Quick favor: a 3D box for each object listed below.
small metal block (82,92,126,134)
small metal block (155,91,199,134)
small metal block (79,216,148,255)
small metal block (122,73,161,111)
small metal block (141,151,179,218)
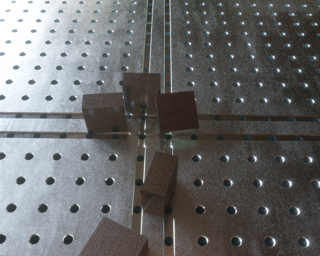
[{"bbox_3d":[-0.072,-0.019,0.406,0.050,0.050,0.025,-4,50,-4],"label":"small metal block"},{"bbox_3d":[0.021,-0.020,0.410,0.050,0.025,0.050,-6,83,-6],"label":"small metal block"},{"bbox_3d":[-0.046,0.124,0.303,0.050,0.025,0.050,21,53,16],"label":"small metal block"},{"bbox_3d":[-0.024,-0.050,0.433,0.050,0.050,0.025,1,50,0],"label":"small metal block"},{"bbox_3d":[0.000,0.062,0.339,0.025,0.050,0.050,14,51,11],"label":"small metal block"}]
